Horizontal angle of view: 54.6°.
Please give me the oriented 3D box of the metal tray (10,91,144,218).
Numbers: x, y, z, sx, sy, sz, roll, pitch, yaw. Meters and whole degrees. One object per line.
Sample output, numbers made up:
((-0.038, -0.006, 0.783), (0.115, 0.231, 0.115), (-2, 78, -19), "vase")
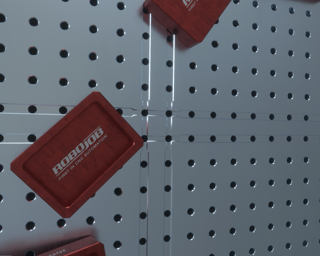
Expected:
((-0.096, 0.030, 0.374), (0.130, 0.030, 0.090), (-45, 104, -15), "metal tray")

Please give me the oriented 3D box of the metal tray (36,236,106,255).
((-0.123, 0.189, 0.348), (0.131, 0.030, 0.090), (-11, 94, -34), "metal tray")

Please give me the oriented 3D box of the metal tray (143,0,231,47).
((0.050, -0.190, 0.428), (0.090, 0.030, 0.130), (38, 78, -16), "metal tray")
